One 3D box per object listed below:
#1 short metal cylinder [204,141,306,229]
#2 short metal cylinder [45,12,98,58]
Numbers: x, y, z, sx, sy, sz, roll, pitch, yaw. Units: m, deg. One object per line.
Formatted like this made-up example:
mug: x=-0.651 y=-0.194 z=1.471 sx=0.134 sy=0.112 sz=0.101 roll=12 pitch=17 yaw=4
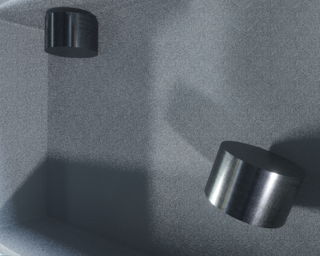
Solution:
short metal cylinder: x=0.089 y=0.051 z=0.297 sx=0.080 sy=0.081 sz=0.050 roll=27 pitch=107 yaw=37
short metal cylinder: x=-0.138 y=-0.143 z=0.485 sx=0.080 sy=0.081 sz=0.050 roll=1 pitch=91 yaw=40
